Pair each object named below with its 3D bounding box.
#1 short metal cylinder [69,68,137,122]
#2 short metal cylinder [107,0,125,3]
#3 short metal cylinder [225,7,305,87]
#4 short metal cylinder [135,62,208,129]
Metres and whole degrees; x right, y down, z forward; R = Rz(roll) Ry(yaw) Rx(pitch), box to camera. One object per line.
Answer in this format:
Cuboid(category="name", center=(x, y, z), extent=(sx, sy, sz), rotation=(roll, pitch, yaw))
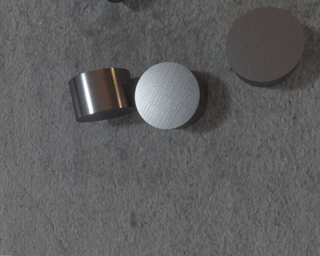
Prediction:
Cuboid(category="short metal cylinder", center=(-0.073, -0.041, 0.404), extent=(0.080, 0.080, 0.050), rotation=(-14, 85, 19))
Cuboid(category="short metal cylinder", center=(-0.062, -0.212, 0.400), extent=(0.050, 0.080, 0.080), rotation=(43, 103, 14))
Cuboid(category="short metal cylinder", center=(0.119, -0.089, 0.354), extent=(0.080, 0.050, 0.079), rotation=(0, 90, 19))
Cuboid(category="short metal cylinder", center=(0.016, -0.038, 0.389), extent=(0.080, 0.050, 0.079), rotation=(0, 90, 19))
